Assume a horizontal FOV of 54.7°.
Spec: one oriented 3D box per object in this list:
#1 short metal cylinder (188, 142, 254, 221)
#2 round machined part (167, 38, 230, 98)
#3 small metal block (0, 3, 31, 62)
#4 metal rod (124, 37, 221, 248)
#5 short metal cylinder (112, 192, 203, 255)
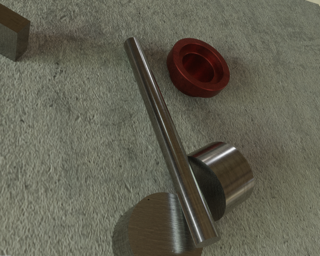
[{"bbox_3d":[0.061,0.062,0.364,0.050,0.080,0.080,-22,74,-36],"label":"short metal cylinder"},{"bbox_3d":[0.054,-0.086,0.475,0.099,0.042,0.098,14,56,-21],"label":"round machined part"},{"bbox_3d":[-0.182,-0.112,0.358,0.050,0.050,0.025,30,52,-9],"label":"small metal block"},{"bbox_3d":[0.002,-0.009,0.372,0.025,0.025,0.299,1,49,-28],"label":"metal rod"},{"bbox_3d":[-0.003,0.112,0.318,0.081,0.050,0.080,14,56,-21],"label":"short metal cylinder"}]
